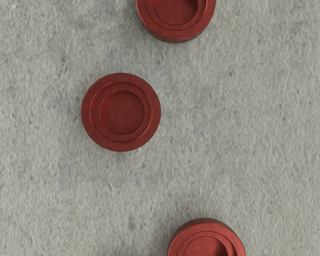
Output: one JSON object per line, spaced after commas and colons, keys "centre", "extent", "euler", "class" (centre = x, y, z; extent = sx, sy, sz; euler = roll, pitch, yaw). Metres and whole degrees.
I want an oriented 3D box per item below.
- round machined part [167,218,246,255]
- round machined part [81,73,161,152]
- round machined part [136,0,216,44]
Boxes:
{"centre": [0.058, 0.165, 0.402], "extent": [0.099, 0.042, 0.097], "euler": [0, 90, -1], "class": "round machined part"}
{"centre": [-0.048, -0.020, 0.401], "extent": [0.099, 0.042, 0.097], "euler": [0, 90, -1], "class": "round machined part"}
{"centre": [0.020, -0.158, 0.402], "extent": [0.099, 0.042, 0.097], "euler": [0, 90, -1], "class": "round machined part"}
